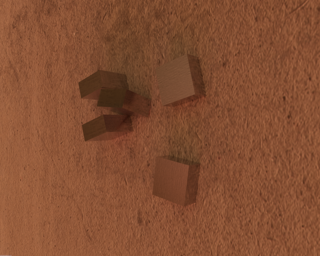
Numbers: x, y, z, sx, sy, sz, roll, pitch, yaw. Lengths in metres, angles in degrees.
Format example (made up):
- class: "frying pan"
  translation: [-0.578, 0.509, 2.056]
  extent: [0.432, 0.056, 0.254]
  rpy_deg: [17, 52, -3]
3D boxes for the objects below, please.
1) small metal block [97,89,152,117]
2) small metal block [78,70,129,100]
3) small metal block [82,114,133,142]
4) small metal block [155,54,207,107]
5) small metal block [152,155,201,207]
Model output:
- class: "small metal block"
  translation: [-0.049, -0.034, 0.426]
  extent: [0.050, 0.050, 0.025]
  rpy_deg: [6, 82, 39]
- class: "small metal block"
  translation: [-0.083, -0.061, 0.457]
  extent: [0.050, 0.050, 0.025]
  rpy_deg: [-19, 78, 38]
- class: "small metal block"
  translation: [-0.076, 0.000, 0.452]
  extent: [0.050, 0.050, 0.025]
  rpy_deg: [-21, 77, 38]
- class: "small metal block"
  translation: [0.025, -0.057, 0.384]
  extent: [0.050, 0.025, 0.050]
  rpy_deg: [-17, 79, 38]
- class: "small metal block"
  translation: [0.020, 0.064, 0.388]
  extent: [0.050, 0.025, 0.050]
  rpy_deg: [11, 97, 39]
